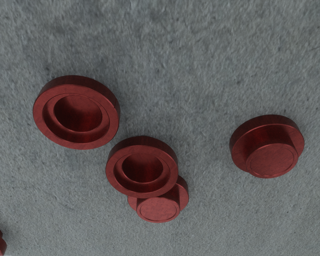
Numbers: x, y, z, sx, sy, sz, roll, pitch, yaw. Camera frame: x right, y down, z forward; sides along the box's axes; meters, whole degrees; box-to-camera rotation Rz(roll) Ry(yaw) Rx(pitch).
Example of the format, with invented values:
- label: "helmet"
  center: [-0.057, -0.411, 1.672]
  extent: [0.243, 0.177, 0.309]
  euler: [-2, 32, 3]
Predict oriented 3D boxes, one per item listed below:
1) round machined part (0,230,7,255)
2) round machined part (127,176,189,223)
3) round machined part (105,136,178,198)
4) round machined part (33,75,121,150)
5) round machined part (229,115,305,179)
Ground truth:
- label: "round machined part"
  center: [-0.333, 0.210, 0.570]
  extent: [0.099, 0.042, 0.097]
  euler: [-1, 130, 0]
- label: "round machined part"
  center: [-0.003, 0.115, 0.494]
  extent: [0.099, 0.042, 0.097]
  euler: [-1, 130, 0]
- label: "round machined part"
  center: [-0.024, 0.050, 0.434]
  extent: [0.099, 0.042, 0.097]
  euler: [1, 125, 1]
- label: "round machined part"
  center: [-0.097, -0.023, 0.375]
  extent: [0.099, 0.042, 0.097]
  euler: [-1, 130, 0]
- label: "round machined part"
  center: [0.149, 0.032, 0.426]
  extent: [0.099, 0.042, 0.097]
  euler: [-1, 130, 0]
